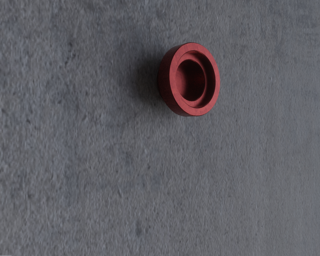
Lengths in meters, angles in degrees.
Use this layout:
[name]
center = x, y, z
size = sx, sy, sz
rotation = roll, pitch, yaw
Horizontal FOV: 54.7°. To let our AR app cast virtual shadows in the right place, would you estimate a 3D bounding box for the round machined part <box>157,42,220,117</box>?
[round machined part]
center = 0.035, -0.064, 0.425
size = 0.099, 0.042, 0.097
rotation = 0, 90, -40
